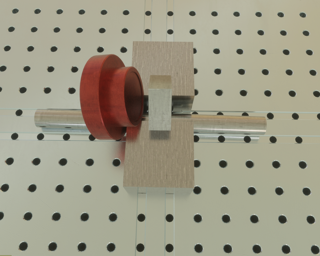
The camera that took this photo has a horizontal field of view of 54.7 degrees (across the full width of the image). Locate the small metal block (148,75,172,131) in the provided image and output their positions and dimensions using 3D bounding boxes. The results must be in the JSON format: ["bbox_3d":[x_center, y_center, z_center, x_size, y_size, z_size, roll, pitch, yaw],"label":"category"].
[{"bbox_3d":[0.000,-0.031,0.363,0.025,0.050,0.050,1,26,0],"label":"small metal block"}]

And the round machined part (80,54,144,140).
[{"bbox_3d":[-0.048,-0.035,0.355,0.042,0.098,0.098,-1,69,15],"label":"round machined part"}]

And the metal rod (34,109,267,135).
[{"bbox_3d":[-0.012,-0.008,0.414,0.302,0.025,0.025,2,70,0],"label":"metal rod"}]

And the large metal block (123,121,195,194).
[{"bbox_3d":[0.000,0.037,0.385,0.081,0.050,0.080,1,70,0],"label":"large metal block"}]

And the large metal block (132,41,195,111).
[{"bbox_3d":[0.004,-0.070,0.424,0.081,0.050,0.080,1,70,0],"label":"large metal block"}]
